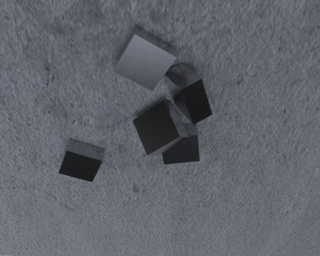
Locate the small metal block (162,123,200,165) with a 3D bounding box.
[{"bbox_3d":[0.027,0.022,0.427,0.050,0.025,0.050,-6,130,5],"label":"small metal block"}]

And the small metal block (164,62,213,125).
[{"bbox_3d":[0.031,-0.040,0.354,0.025,0.050,0.050,-29,128,-6],"label":"small metal block"}]

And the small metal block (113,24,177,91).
[{"bbox_3d":[-0.017,-0.076,0.342,0.050,0.025,0.050,25,126,-20],"label":"small metal block"}]

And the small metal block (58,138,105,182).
[{"bbox_3d":[-0.113,0.047,0.446,0.050,0.025,0.050,19,128,-16],"label":"small metal block"}]

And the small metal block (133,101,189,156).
[{"bbox_3d":[0.000,0.001,0.389,0.050,0.050,0.025,-31,161,23],"label":"small metal block"}]
